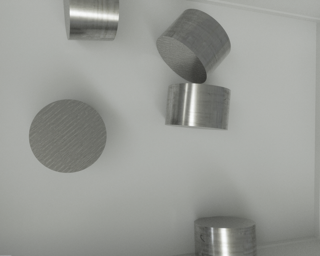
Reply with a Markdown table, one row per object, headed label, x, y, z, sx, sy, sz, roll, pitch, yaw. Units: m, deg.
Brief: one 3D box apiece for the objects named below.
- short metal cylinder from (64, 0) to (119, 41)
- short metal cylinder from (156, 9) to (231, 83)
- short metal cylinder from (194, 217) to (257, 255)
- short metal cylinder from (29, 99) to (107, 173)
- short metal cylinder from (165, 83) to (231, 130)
| label | x | y | z | sx | sy | sz | roll | pitch | yaw |
| --- | --- | --- | --- | --- | --- | --- | --- | --- | --- |
| short metal cylinder | -0.080 | -0.140 | 0.351 | 0.050 | 0.080 | 0.079 | -5 | 92 | -20 |
| short metal cylinder | 0.042 | -0.103 | 0.396 | 0.080 | 0.080 | 0.050 | 44 | 76 | -15 |
| short metal cylinder | 0.086 | 0.150 | 0.410 | 0.081 | 0.080 | 0.050 | 1 | 83 | -20 |
| short metal cylinder | -0.106 | 0.009 | 0.358 | 0.081 | 0.050 | 0.080 | 0 | 90 | -20 |
| short metal cylinder | 0.048 | -0.025 | 0.399 | 0.081 | 0.080 | 0.050 | 6 | 88 | -20 |
